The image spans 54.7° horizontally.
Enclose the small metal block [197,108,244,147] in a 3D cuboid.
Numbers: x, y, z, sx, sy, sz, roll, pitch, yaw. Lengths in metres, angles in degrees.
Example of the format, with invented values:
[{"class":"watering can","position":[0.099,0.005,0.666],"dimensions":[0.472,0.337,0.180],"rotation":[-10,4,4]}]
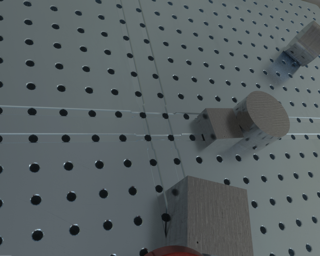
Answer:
[{"class":"small metal block","position":[0.089,-0.002,0.457],"dimensions":[0.050,0.025,0.050],"rotation":[-2,63,-29]}]

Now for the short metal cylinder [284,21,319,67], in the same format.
[{"class":"short metal cylinder","position":[0.307,-0.175,0.645],"dimensions":[0.050,0.080,0.080],"rotation":[41,51,0]}]

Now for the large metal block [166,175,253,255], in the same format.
[{"class":"large metal block","position":[0.055,0.108,0.355],"dimensions":[0.081,0.050,0.080],"rotation":[16,55,-19]}]

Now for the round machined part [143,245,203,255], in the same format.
[{"class":"round machined part","position":[0.010,0.159,0.289],"dimensions":[0.099,0.042,0.097],"rotation":[1,86,-13]}]

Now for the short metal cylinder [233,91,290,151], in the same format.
[{"class":"short metal cylinder","position":[0.151,-0.010,0.479],"dimensions":[0.081,0.050,0.080],"rotation":[14,56,-21]}]
